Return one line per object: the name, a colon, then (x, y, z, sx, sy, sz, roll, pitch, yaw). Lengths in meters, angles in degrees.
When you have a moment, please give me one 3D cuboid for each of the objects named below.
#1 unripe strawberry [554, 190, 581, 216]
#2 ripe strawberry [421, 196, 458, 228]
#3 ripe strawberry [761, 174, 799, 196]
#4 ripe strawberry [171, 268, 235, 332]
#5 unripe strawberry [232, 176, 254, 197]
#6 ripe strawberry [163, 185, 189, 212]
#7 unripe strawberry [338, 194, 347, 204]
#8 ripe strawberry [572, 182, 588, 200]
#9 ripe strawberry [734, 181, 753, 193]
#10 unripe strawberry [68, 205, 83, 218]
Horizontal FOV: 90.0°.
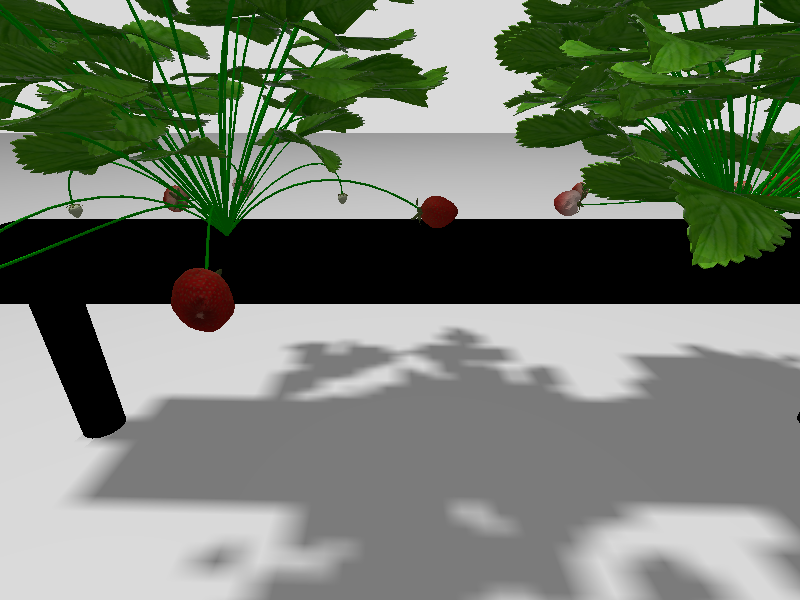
unripe strawberry: (0.178, -0.104, 0.427, 0.026, 0.027, 0.024, 16, 29, 32)
ripe strawberry: (0.036, -0.083, 0.375, 0.035, 0.030, 0.035, -3, 24, -7)
ripe strawberry: (0.471, -0.138, 0.495, 0.040, 0.039, 0.037, -20, 31, -38)
ripe strawberry: (-0.094, 0.001, 0.190, 0.027, 0.031, 0.030, -8, 26, -17)
unripe strawberry: (-0.210, -0.153, 0.538, 0.027, 0.028, 0.029, -6, 13, -14)
ripe strawberry: (-0.250, -0.113, 0.447, 0.025, 0.029, 0.027, -21, 31, -38)
unripe strawberry: (-0.067, -0.118, 0.469, 0.010, 0.011, 0.011, 16, 29, 31)
ripe strawberry: (0.227, -0.137, 0.509, 0.019, 0.022, 0.021, -9, 0, -20)
ripe strawberry: (0.427, -0.137, 0.504, 0.025, 0.027, 0.027, 18, 29, 35)
unripe strawberry: (-0.314, -0.086, 0.389, 0.011, 0.012, 0.011, 6, 25, 13)
